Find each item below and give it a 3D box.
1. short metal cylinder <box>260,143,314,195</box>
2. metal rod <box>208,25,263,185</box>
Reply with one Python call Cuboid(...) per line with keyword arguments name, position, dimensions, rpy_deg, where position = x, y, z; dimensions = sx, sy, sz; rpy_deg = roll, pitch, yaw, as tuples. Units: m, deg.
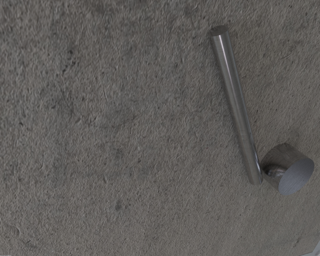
Cuboid(name="short metal cylinder", position=(0.229, 0.074, 0.562), dimensions=(0.081, 0.050, 0.079), rpy_deg=(-14, 124, -21))
Cuboid(name="metal rod", position=(0.121, -0.012, 0.465), dimensions=(0.025, 0.025, 0.299), rpy_deg=(-32, 129, -8))
